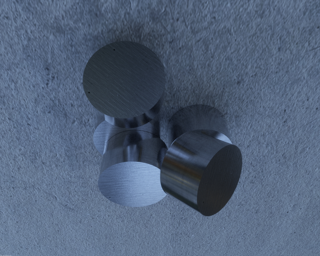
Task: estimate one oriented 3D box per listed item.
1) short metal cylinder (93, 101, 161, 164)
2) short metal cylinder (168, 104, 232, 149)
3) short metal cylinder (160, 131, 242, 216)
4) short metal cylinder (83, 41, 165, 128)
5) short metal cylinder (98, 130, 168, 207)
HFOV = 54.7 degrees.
[{"bbox_3d":[-0.040,0.000,0.391,0.081,0.050,0.079,0,130,0],"label":"short metal cylinder"},{"bbox_3d":[0.051,0.016,0.406,0.081,0.050,0.079,0,130,0],"label":"short metal cylinder"},{"bbox_3d":[0.046,0.048,0.339,0.050,0.080,0.080,21,145,41],"label":"short metal cylinder"},{"bbox_3d":[-0.035,-0.043,0.327,0.081,0.080,0.050,0,169,-1],"label":"short metal cylinder"},{"bbox_3d":[-0.029,0.049,0.367,0.081,0.050,0.079,0,130,0],"label":"short metal cylinder"}]
